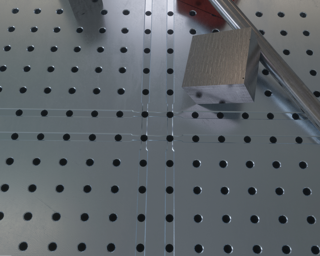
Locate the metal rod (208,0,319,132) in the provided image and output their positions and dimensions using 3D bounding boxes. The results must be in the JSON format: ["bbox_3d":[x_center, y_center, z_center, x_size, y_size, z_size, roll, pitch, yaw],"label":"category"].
[{"bbox_3d":[0.143,-0.110,0.433,0.025,0.025,0.299,-35,81,-12],"label":"metal rod"}]

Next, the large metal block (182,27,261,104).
[{"bbox_3d":[0.083,-0.079,0.410,0.080,0.050,0.080,1,68,31],"label":"large metal block"}]

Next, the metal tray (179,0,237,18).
[{"bbox_3d":[0.095,-0.248,0.499,0.090,0.030,0.130,26,72,9],"label":"metal tray"}]

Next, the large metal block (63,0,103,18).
[{"bbox_3d":[-0.135,-0.231,0.466,0.050,0.080,0.080,-32,73,-11],"label":"large metal block"}]
